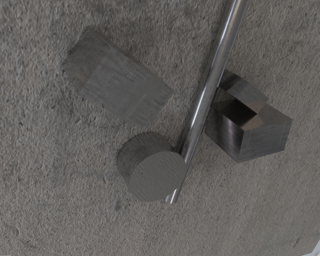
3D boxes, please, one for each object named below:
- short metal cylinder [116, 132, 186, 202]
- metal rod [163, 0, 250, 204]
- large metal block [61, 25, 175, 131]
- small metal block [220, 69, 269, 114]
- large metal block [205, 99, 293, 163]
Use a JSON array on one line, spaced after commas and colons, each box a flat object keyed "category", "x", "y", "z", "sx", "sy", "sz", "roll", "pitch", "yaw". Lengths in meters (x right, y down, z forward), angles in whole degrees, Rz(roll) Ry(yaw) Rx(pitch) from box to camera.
[{"category": "short metal cylinder", "x": -0.012, "y": 0.052, "z": 0.416, "sx": 0.081, "sy": 0.050, "sz": 0.079, "roll": -14, "pitch": 124, "yaw": -21}, {"category": "metal rod", "x": 0.054, "y": -0.021, "z": 0.423, "sx": 0.025, "sy": 0.025, "sz": 0.298, "roll": 2, "pitch": 117, "yaw": -30}, {"category": "large metal block", "x": -0.044, "y": -0.051, "z": 0.315, "sx": 0.080, "sy": 0.080, "sz": 0.050, "roll": 30, "pitch": 102, "yaw": -38}, {"category": "small metal block", "x": 0.111, "y": -0.050, "z": 0.421, "sx": 0.050, "sy": 0.050, "sz": 0.025, "roll": 27, "pitch": 104, "yaw": -37}, {"category": "large metal block", "x": 0.122, "y": -0.002, "z": 0.437, "sx": 0.081, "sy": 0.080, "sz": 0.050, "roll": -11, "pitch": 123, "yaw": -23}]
